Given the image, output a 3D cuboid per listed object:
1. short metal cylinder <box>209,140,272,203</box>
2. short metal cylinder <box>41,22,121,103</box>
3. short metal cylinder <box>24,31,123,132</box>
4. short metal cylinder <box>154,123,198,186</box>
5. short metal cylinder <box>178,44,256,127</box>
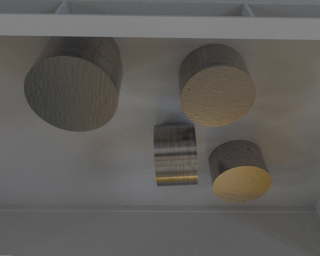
[{"bbox_3d":[0.113,0.063,0.448,0.081,0.050,0.079,0,130,0],"label":"short metal cylinder"},{"bbox_3d":[-0.086,-0.066,0.335,0.081,0.050,0.079,0,130,0],"label":"short metal cylinder"},{"bbox_3d":[-0.077,-0.043,0.290,0.081,0.050,0.079,0,130,0],"label":"short metal cylinder"},{"bbox_3d":[0.020,0.035,0.402,0.050,0.080,0.080,-3,130,3],"label":"short metal cylinder"},{"bbox_3d":[0.062,-0.048,0.352,0.081,0.050,0.079,0,130,0],"label":"short metal cylinder"}]
